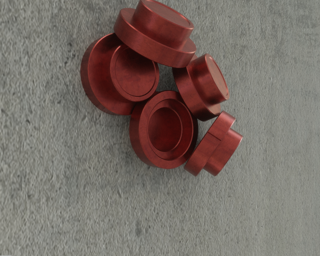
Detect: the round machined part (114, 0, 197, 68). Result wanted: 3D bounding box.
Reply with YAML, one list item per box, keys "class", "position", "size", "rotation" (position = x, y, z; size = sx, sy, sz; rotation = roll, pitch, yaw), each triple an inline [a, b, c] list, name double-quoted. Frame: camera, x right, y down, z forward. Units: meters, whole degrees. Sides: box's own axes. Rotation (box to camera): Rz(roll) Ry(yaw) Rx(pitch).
- class: "round machined part"
  position: [0.000, -0.115, 0.359]
  size: [0.099, 0.098, 0.042]
  rotation: [1, 131, -40]

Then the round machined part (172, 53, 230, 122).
- class: "round machined part"
  position: [0.060, -0.061, 0.419]
  size: [0.098, 0.042, 0.098]
  rotation: [44, 33, -38]

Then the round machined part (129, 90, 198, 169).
- class: "round machined part"
  position: [0.000, 0.002, 0.397]
  size: [0.099, 0.042, 0.097]
  rotation: [0, 90, -40]

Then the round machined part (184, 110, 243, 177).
- class: "round machined part"
  position: [0.078, 0.028, 0.427]
  size: [0.042, 0.098, 0.098]
  rotation: [34, 62, 9]

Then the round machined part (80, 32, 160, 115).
- class: "round machined part"
  position: [-0.040, -0.064, 0.365]
  size: [0.099, 0.042, 0.097]
  rotation: [0, 90, -40]
